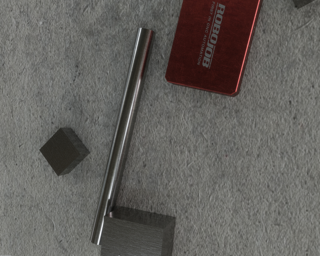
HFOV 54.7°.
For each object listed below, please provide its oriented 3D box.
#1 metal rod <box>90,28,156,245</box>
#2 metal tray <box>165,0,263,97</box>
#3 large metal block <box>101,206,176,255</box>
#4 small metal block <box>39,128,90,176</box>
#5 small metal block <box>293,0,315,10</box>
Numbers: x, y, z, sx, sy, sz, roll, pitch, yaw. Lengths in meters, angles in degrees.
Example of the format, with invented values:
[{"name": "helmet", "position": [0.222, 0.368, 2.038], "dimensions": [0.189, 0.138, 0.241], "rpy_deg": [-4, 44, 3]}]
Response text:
[{"name": "metal rod", "position": [-0.052, 0.015, 0.426], "dimensions": [0.025, 0.025, 0.298], "rpy_deg": [15, 95, 19]}, {"name": "metal tray", "position": [0.066, -0.111, 0.383], "dimensions": [0.090, 0.030, 0.129], "rpy_deg": [15, 95, 19]}, {"name": "large metal block", "position": [-0.029, 0.155, 0.405], "dimensions": [0.080, 0.050, 0.079], "rpy_deg": [6, 92, 19]}, {"name": "small metal block", "position": [-0.141, 0.034, 0.457], "dimensions": [0.050, 0.025, 0.050], "rpy_deg": [-43, 77, 14]}, {"name": "small metal block", "position": [0.170, -0.173, 0.349], "dimensions": [0.050, 0.025, 0.050], "rpy_deg": [-26, 82, 17]}]
